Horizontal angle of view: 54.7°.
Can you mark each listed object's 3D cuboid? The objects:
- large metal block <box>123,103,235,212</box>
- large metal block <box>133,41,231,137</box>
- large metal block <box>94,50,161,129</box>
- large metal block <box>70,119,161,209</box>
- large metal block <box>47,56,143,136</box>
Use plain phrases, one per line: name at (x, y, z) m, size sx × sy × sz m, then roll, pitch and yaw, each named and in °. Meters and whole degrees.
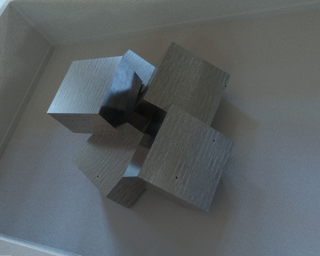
large metal block at (0.020, 0.033, 0.328) m, size 0.080 × 0.080 × 0.050 m, roll -65°, pitch 16°, yaw -18°
large metal block at (0.026, -0.042, 0.371) m, size 0.080 × 0.050 × 0.080 m, roll 28°, pitch 71°, yaw -10°
large metal block at (-0.039, -0.053, 0.440) m, size 0.080 × 0.050 × 0.080 m, roll -45°, pitch 51°, yaw -4°
large metal block at (-0.049, 0.038, 0.385) m, size 0.080 × 0.050 × 0.080 m, roll 34°, pitch 80°, yaw 38°
large metal block at (-0.079, -0.039, 0.385) m, size 0.080 × 0.050 × 0.080 m, roll 2°, pitch 61°, yaw 30°
